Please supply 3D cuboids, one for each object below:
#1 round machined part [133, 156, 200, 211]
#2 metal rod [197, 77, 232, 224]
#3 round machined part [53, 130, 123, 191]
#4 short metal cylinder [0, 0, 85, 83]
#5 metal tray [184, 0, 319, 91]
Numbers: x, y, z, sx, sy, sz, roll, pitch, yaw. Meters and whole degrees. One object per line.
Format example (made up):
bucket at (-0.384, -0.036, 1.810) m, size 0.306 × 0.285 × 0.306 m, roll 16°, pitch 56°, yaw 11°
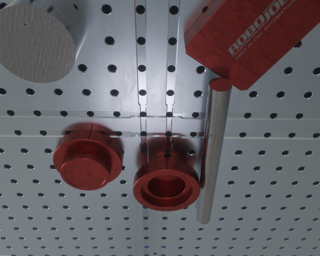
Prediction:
round machined part at (0.010, 0.080, 0.469) m, size 0.099 × 0.042 × 0.097 m, roll 0°, pitch 130°, yaw 0°
metal rod at (0.071, 0.056, 0.441) m, size 0.025 × 0.025 × 0.298 m, roll -2°, pitch 136°, yaw 1°
round machined part at (-0.104, 0.053, 0.444) m, size 0.099 × 0.042 × 0.097 m, roll 0°, pitch 130°, yaw 0°
short metal cylinder at (-0.121, -0.093, 0.315) m, size 0.081 × 0.050 × 0.079 m, roll 0°, pitch 130°, yaw 0°
metal tray at (0.098, -0.109, 0.316) m, size 0.090 × 0.030 × 0.129 m, roll 29°, pitch 124°, yaw -23°
